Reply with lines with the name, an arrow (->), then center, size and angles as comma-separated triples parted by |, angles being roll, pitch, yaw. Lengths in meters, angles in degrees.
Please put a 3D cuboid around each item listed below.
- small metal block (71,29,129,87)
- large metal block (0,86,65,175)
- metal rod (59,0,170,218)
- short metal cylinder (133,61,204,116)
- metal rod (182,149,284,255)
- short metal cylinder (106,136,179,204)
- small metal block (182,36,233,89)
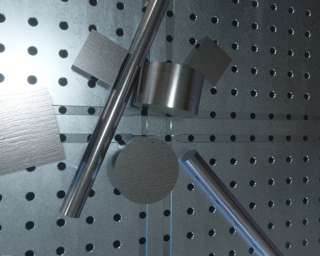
small metal block -> -0.075, -0.085, 0.385 | 0.050, 0.025, 0.050 | 29, 81, -18
large metal block -> -0.157, 0.003, 0.342 | 0.081, 0.050, 0.080 | -14, 95, -20
metal rod -> -0.054, -0.034, 0.392 | 0.025, 0.025, 0.299 | 24, 82, -19
short metal cylinder -> 0.011, -0.046, 0.387 | 0.081, 0.080, 0.050 | 12, 86, -20
metal rod -> 0.134, 0.149, 0.461 | 0.025, 0.025, 0.300 | -44, 104, -15
short metal cylinder -> -0.023, 0.050, 0.391 | 0.081, 0.050, 0.080 | 0, 90, -20
small metal block -> 0.065, -0.092, 0.436 | 0.050, 0.025, 0.050 | 38, 78, -16
